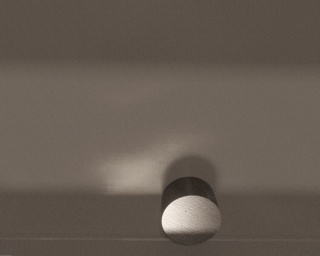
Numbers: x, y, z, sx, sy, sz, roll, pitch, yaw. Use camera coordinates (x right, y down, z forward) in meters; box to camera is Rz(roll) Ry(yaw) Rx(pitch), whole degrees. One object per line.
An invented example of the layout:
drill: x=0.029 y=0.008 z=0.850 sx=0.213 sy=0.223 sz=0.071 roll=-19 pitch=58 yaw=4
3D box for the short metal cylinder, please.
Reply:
short metal cylinder: x=0.043 y=0.117 z=0.442 sx=0.081 sy=0.050 sz=0.079 roll=0 pitch=110 yaw=-1
